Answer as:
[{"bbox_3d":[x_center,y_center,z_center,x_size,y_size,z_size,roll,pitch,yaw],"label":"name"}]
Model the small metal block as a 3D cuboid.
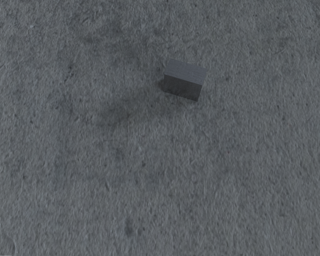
[{"bbox_3d":[0.033,-0.064,0.419,0.050,0.050,0.025,17,71,6],"label":"small metal block"}]
